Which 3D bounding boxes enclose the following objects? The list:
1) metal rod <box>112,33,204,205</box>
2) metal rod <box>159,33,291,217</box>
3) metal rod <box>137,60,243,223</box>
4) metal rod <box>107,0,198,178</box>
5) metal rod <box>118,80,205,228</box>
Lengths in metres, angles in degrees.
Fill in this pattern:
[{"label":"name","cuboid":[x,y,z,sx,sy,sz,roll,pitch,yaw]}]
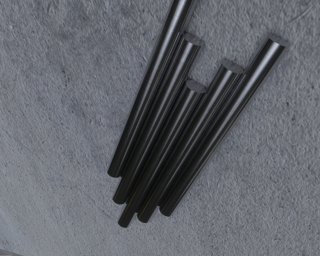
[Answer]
[{"label":"metal rod","cuboid":[-0.016,0.011,0.422,0.025,0.025,0.298,32,128,7]},{"label":"metal rod","cuboid":[0.062,0.021,0.387,0.025,0.025,0.298,32,129,7]},{"label":"metal rod","cuboid":[0.025,0.040,0.418,0.025,0.025,0.298,32,129,7]},{"label":"metal rod","cuboid":[-0.020,-0.037,0.395,0.025,0.025,0.298,32,129,7]},{"label":"metal rod","cuboid":[-0.010,0.057,0.448,0.025,0.025,0.298,32,128,7]}]
